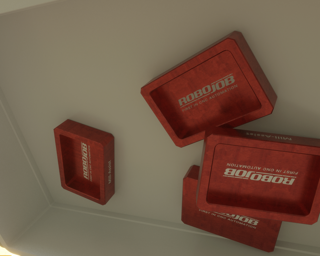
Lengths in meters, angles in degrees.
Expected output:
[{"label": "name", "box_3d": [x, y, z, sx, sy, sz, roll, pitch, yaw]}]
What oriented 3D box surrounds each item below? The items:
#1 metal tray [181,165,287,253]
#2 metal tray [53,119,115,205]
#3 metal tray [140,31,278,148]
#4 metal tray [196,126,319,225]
[{"label": "metal tray", "box_3d": [0.096, 0.109, 0.422, 0.130, 0.030, 0.089, 13, 124, 21]}, {"label": "metal tray", "box_3d": [-0.121, 0.058, 0.504, 0.090, 0.030, 0.129, 17, 126, 18]}, {"label": "metal tray", "box_3d": [0.052, -0.038, 0.354, 0.130, 0.030, 0.090, -24, 105, 36]}, {"label": "metal tray", "box_3d": [0.110, 0.051, 0.338, 0.131, 0.030, 0.089, 7, 107, 3]}]
